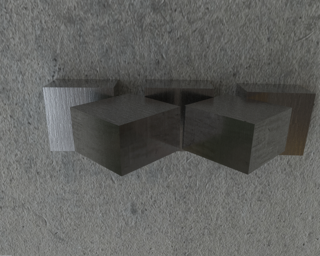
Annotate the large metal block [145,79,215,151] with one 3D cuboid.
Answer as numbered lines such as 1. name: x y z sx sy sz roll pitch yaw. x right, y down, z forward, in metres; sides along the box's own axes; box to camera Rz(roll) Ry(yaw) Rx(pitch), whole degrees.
1. large metal block: 0.022 -0.017 0.392 0.081 0.050 0.079 1 110 -1

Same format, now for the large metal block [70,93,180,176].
1. large metal block: -0.036 0.001 0.328 0.081 0.080 0.050 -20 118 -42

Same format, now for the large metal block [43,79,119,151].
1. large metal block: -0.094 -0.017 0.390 0.081 0.050 0.079 0 110 -1

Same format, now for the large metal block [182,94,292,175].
1. large metal block: 0.082 0.001 0.332 0.080 0.081 0.050 19 116 40

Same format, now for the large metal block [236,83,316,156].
1. large metal block: 0.140 -0.012 0.395 0.081 0.050 0.079 1 110 -1
